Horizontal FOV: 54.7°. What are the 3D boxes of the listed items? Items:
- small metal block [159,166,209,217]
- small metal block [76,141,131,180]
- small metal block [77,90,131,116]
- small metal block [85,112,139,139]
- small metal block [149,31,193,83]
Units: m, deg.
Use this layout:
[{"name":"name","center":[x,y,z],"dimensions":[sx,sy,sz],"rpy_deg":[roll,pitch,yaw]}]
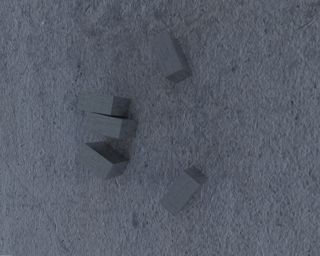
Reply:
[{"name":"small metal block","center":[0.031,0.077,0.385],"dimensions":[0.025,0.050,0.050],"rpy_deg":[39,103,16]},{"name":"small metal block","center":[-0.076,0.043,0.423],"dimensions":[0.050,0.050,0.025],"rpy_deg":[33,101,17]},{"name":"small metal block","center":[-0.075,-0.033,0.422],"dimensions":[0.050,0.050,0.025],"rpy_deg":[11,94,19]},{"name":"small metal block","center":[-0.064,-0.004,0.418],"dimensions":[0.050,0.050,0.025],"rpy_deg":[13,95,19]},{"name":"small metal block","center":[0.015,-0.088,0.390],"dimensions":[0.025,0.050,0.050],"rpy_deg":[-23,82,19]}]
